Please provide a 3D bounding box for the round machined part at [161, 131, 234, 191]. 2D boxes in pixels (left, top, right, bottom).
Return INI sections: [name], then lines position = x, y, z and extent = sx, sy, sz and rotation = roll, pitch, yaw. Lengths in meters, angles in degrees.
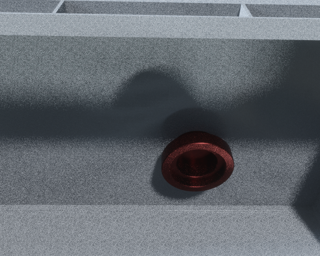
[round machined part]
position = 0.051, 0.042, 0.435
extent = 0.099, 0.042, 0.097
rotation = -1, 130, 0
